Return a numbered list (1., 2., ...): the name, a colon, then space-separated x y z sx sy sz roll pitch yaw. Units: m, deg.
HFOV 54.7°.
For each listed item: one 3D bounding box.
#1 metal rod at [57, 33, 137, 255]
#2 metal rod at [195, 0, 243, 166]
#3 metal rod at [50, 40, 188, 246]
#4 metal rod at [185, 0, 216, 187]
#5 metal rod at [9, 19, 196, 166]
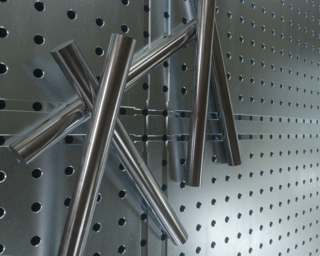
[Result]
1. metal rod: -0.072 0.058 0.306 0.025 0.025 0.298 11 97 -40
2. metal rod: 0.092 -0.083 0.488 0.025 0.025 0.298 -23 105 -38
3. metal rod: -0.032 0.039 0.362 0.025 0.025 0.299 -46 125 -30
4. metal rod: 0.058 -0.065 0.437 0.025 0.025 0.298 -2 98 -40
5. metal rod: -0.042 -0.060 0.375 0.302 0.025 0.025 -43 116 -32
